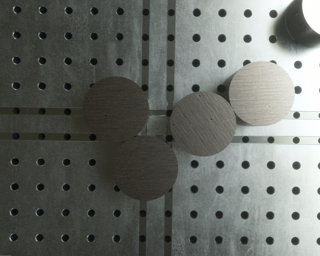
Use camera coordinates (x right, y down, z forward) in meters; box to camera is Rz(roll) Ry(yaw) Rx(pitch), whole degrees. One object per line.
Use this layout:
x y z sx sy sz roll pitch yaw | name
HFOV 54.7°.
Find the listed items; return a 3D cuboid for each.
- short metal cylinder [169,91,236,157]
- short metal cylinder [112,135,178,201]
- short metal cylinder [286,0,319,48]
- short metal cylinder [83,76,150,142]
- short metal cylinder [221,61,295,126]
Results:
0.053 -0.005 0.401 0.081 0.050 0.079 0 90 0 | short metal cylinder
-0.018 0.048 0.401 0.081 0.050 0.079 0 90 0 | short metal cylinder
0.214 -0.150 0.402 0.081 0.050 0.079 0 90 0 | short metal cylinder
-0.054 -0.023 0.400 0.081 0.050 0.079 0 90 0 | short metal cylinder
0.124 -0.042 0.402 0.081 0.050 0.080 0 90 0 | short metal cylinder
